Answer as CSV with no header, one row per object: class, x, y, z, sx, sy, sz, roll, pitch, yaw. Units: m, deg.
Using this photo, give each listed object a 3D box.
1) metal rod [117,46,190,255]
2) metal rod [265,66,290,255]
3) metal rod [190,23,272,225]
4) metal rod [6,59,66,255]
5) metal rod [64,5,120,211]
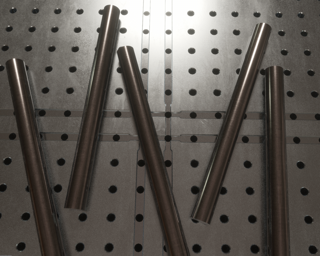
metal rod,-0.013,0.023,0.402,0.025,0.025,0.299,-14,71,-5
metal rod,0.148,0.057,0.392,0.025,0.025,0.299,6,70,2
metal rod,0.102,-0.019,0.419,0.025,0.025,0.300,20,71,7
metal rod,-0.160,0.042,0.394,0.025,0.025,0.299,-17,71,-7
metal rod,-0.089,-0.041,0.425,0.025,0.025,0.299,5,70,1
